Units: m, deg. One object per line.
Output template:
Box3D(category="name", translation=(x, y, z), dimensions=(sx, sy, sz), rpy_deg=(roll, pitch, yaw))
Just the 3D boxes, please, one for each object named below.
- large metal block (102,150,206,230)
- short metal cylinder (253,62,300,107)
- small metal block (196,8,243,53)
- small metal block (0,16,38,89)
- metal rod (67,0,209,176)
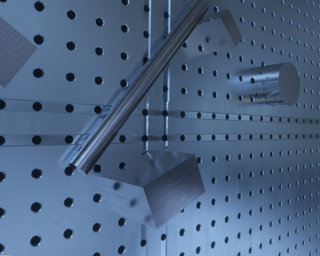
Box3D(category="large metal block", translation=(-0.007, 0.067, 0.369), dimensions=(0.081, 0.080, 0.050), rpy_deg=(-27, 108, -37))
Box3D(category="short metal cylinder", translation=(0.219, -0.079, 0.580), dimensions=(0.081, 0.050, 0.079), rpy_deg=(0, 90, -40))
Box3D(category="small metal block", translation=(0.089, -0.146, 0.470), dimensions=(0.025, 0.050, 0.050), rpy_deg=(-52, 121, -27))
Box3D(category="small metal block", translation=(-0.152, -0.071, 0.283), dimensions=(0.050, 0.025, 0.050), rpy_deg=(43, 64, -32))
Box3D(category="metal rod", translation=(-0.014, -0.069, 0.398), dimensions=(0.025, 0.025, 0.301), rpy_deg=(49, 61, -29))
